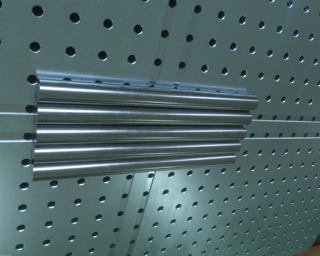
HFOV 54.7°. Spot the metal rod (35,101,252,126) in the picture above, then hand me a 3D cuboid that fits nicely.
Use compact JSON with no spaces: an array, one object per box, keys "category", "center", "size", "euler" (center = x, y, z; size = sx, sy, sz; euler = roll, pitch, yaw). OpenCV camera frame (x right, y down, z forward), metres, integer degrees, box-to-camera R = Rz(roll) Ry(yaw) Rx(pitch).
[{"category":"metal rod","center":[0.001,-0.017,0.403],"size":[0.303,0.025,0.025],"euler":[0,118,-29]}]

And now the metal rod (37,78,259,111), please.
[{"category":"metal rod","center":[0.007,-0.039,0.393],"size":[0.303,0.025,0.025],"euler":[0,118,-29]}]

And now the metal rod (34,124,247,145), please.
[{"category":"metal rod","center":[-0.005,0.006,0.414],"size":[0.303,0.025,0.025],"euler":[0,118,-29]}]

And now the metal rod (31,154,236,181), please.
[{"category":"metal rod","center":[-0.017,0.049,0.434],"size":[0.303,0.025,0.025],"euler":[0,119,-29]}]

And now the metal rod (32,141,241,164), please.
[{"category":"metal rod","center":[-0.011,0.028,0.424],"size":[0.303,0.025,0.025],"euler":[0,118,-29]}]
